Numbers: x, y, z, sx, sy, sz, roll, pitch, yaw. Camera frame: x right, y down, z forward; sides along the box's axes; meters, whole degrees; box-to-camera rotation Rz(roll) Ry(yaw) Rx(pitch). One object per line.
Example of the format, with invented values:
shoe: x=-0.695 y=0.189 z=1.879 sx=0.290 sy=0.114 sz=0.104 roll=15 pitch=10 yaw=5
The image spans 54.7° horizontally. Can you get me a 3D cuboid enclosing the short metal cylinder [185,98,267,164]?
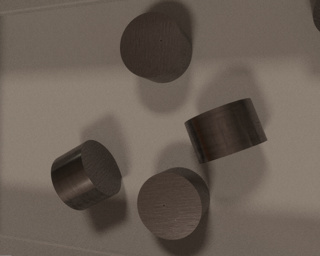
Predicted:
short metal cylinder: x=0.074 y=0.004 z=0.355 sx=0.080 sy=0.080 sz=0.050 roll=-22 pitch=83 yaw=18

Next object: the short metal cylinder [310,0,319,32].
short metal cylinder: x=0.193 y=-0.135 z=0.306 sx=0.080 sy=0.080 sz=0.050 roll=-2 pitch=54 yaw=19

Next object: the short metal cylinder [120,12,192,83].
short metal cylinder: x=-0.004 y=-0.101 z=0.398 sx=0.080 sy=0.050 sz=0.079 roll=0 pitch=90 yaw=19

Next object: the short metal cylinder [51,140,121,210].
short metal cylinder: x=-0.097 y=0.063 z=0.414 sx=0.050 sy=0.080 sz=0.080 roll=-29 pitch=81 yaw=17

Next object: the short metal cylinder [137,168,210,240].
short metal cylinder: x=0.018 y=0.092 z=0.390 sx=0.080 sy=0.050 sz=0.079 roll=0 pitch=90 yaw=19
